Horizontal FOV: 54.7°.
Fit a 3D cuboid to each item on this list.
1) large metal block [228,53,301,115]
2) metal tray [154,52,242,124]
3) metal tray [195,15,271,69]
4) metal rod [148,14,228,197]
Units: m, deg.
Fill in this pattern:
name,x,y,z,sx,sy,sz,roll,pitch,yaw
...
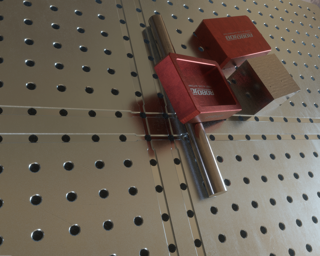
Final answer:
name,x,y,z,sx,sy,sz,roll,pitch,yaw
large metal block,0.181,-0.077,0.536,0.081,0.050,0.080,-19,72,-35
metal tray,0.058,-0.056,0.440,0.131,0.030,0.090,-7,68,-51
metal tray,0.138,-0.163,0.579,0.131,0.030,0.090,-19,72,-35
metal rod,0.033,-0.047,0.454,0.025,0.025,0.299,-3,63,-30
